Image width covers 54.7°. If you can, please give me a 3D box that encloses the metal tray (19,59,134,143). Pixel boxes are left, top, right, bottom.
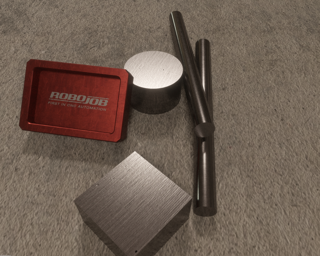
[{"bbox_3d":[-0.105,-0.034,0.394,0.131,0.030,0.089,7,91,5],"label":"metal tray"}]

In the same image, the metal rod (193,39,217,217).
[{"bbox_3d":[0.060,-0.025,0.425,0.025,0.025,0.300,4,50,3],"label":"metal rod"}]

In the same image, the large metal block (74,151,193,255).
[{"bbox_3d":[-0.026,0.084,0.316,0.080,0.050,0.080,36,58,26],"label":"large metal block"}]

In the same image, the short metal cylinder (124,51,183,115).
[{"bbox_3d":[-0.009,-0.065,0.442,0.081,0.050,0.080,0,50,0],"label":"short metal cylinder"}]

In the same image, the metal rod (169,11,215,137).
[{"bbox_3d":[0.041,-0.102,0.470,0.025,0.025,0.300,-3,44,-3],"label":"metal rod"}]
